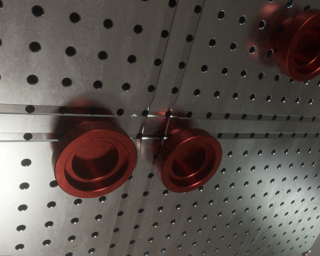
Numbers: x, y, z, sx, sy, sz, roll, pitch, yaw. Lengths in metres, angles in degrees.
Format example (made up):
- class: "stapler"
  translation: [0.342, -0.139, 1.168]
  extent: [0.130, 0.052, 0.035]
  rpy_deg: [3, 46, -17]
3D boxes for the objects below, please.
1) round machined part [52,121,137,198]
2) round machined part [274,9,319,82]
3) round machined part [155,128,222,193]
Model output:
- class: "round machined part"
  translation: [-0.081, 0.034, 0.378]
  extent: [0.099, 0.042, 0.097]
  rpy_deg: [-14, 125, -21]
- class: "round machined part"
  translation: [0.204, -0.119, 0.441]
  extent: [0.099, 0.042, 0.097]
  rpy_deg: [-14, 125, -21]
- class: "round machined part"
  translation: [0.038, 0.043, 0.449]
  extent: [0.099, 0.042, 0.097]
  rpy_deg: [-14, 125, -21]
